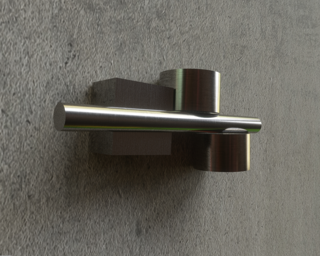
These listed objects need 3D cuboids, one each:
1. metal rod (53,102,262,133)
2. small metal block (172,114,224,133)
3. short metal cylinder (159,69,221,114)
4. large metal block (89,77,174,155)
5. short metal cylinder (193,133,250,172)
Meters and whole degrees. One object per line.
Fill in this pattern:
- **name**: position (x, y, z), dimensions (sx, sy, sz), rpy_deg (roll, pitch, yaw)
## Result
- **metal rod**: position (0.027, -0.007, 0.365), dimensions (0.302, 0.025, 0.025), rpy_deg (1, 89, -41)
- **small metal block**: position (0.053, -0.005, 0.435), dimensions (0.050, 0.050, 0.025), rpy_deg (1, 89, -40)
- **short metal cylinder**: position (0.039, -0.045, 0.406), dimensions (0.081, 0.080, 0.050), rpy_deg (3, 89, -40)
- **large metal block**: position (-0.032, -0.010, 0.360), dimensions (0.081, 0.050, 0.080), rpy_deg (4, 88, -40)
- **short metal cylinder**: position (0.088, 0.033, 0.446), dimensions (0.081, 0.080, 0.050), rpy_deg (0, 91, -40)
